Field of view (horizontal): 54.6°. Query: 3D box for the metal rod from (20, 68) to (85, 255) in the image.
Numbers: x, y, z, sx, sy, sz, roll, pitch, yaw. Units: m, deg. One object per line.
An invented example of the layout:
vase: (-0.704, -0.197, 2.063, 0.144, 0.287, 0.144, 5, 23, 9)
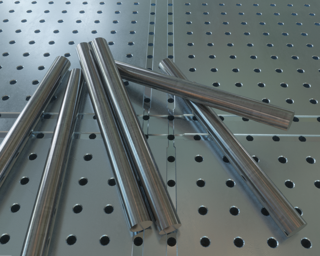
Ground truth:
metal rod: (-0.124, 0.033, 0.379, 0.025, 0.025, 0.300, 0, 50, 0)

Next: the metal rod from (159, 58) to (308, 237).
metal rod: (0.075, 0.003, 0.405, 0.025, 0.025, 0.300, -21, 53, -16)

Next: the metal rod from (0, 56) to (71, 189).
metal rod: (-0.181, 0.008, 0.400, 0.025, 0.025, 0.300, 8, 50, 6)

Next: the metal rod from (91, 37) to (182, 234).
metal rod: (-0.041, -0.012, 0.398, 0.025, 0.025, 0.299, -16, 58, -13)

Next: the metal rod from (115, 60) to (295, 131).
metal rod: (0.027, -0.056, 0.426, 0.300, 0.025, 0.025, 21, 53, 27)

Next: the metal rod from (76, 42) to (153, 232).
metal rod: (-0.070, -0.011, 0.405, 0.025, 0.025, 0.299, -15, 55, -12)
